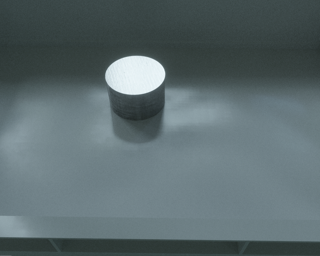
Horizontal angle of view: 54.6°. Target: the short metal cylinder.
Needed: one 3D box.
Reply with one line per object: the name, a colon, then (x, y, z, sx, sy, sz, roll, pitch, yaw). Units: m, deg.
short metal cylinder: (-0.033, -0.057, 0.437, 0.080, 0.050, 0.080, 0, 50, 0)
